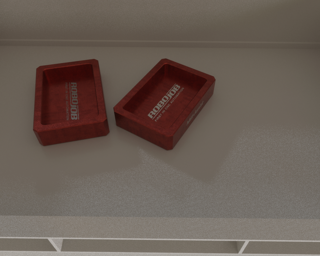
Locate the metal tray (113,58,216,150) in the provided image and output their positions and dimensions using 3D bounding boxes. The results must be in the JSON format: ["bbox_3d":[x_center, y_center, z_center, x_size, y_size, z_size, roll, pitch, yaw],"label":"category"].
[{"bbox_3d":[0.009,-0.039,0.434,0.090,0.030,0.130,25,54,20],"label":"metal tray"}]

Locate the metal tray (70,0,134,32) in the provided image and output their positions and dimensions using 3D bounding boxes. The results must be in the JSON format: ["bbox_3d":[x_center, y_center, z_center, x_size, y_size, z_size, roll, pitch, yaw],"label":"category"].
[{"bbox_3d":[-0.109,-0.242,0.607,0.090,0.030,0.130,8,50,6],"label":"metal tray"}]

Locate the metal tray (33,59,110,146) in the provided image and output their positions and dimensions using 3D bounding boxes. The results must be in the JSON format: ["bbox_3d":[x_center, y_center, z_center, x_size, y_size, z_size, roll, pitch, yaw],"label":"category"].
[{"bbox_3d":[-0.125,-0.041,0.434,0.091,0.030,0.130,-10,51,-8],"label":"metal tray"}]
